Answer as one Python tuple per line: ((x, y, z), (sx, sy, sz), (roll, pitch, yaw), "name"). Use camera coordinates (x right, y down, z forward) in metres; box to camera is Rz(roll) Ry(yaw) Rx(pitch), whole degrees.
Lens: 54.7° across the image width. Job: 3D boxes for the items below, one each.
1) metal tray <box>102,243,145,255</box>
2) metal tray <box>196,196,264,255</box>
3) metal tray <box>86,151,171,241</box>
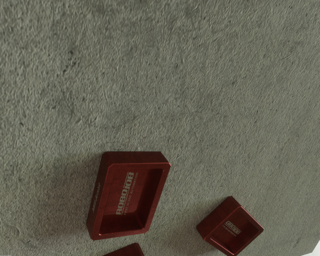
((-0.088, 0.251, 0.511), (0.131, 0.030, 0.089), (-16, 125, -20), "metal tray")
((0.139, 0.195, 0.599), (0.090, 0.030, 0.130), (-44, 130, 2), "metal tray")
((-0.046, 0.095, 0.437), (0.091, 0.030, 0.129), (3, 117, -30), "metal tray")
